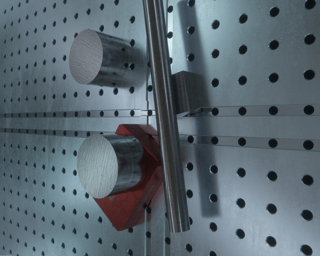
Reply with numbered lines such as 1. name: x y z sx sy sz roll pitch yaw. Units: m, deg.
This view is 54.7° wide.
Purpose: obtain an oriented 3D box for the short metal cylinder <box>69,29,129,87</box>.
1. short metal cylinder: -0.093 -0.104 0.470 0.080 0.050 0.079 0 90 40

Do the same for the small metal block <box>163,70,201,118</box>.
1. small metal block: 0.021 -0.040 0.392 0.050 0.025 0.050 -14 81 39

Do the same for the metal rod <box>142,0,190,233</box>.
1. metal rod: 0.006 -0.030 0.372 0.025 0.025 0.298 -11 83 39

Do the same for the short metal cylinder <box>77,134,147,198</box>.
1. short metal cylinder: -0.064 0.048 0.406 0.080 0.050 0.079 0 90 40

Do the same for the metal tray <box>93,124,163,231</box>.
1. metal tray: -0.047 0.070 0.445 0.090 0.030 0.129 43 116 31
